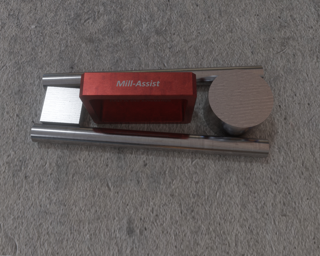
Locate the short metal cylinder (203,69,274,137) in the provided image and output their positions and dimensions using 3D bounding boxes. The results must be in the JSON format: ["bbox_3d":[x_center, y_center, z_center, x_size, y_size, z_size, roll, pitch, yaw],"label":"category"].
[{"bbox_3d":[0.100,-0.030,0.407,0.081,0.050,0.080,0,70,0],"label":"short metal cylinder"}]

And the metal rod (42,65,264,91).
[{"bbox_3d":[-0.008,-0.070,0.435,0.302,0.025,0.025,-2,70,-1],"label":"metal rod"}]

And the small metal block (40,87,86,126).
[{"bbox_3d":[-0.128,-0.027,0.419,0.050,0.025,0.050,4,70,1],"label":"small metal block"}]

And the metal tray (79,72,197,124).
[{"bbox_3d":[-0.024,-0.034,0.386,0.131,0.090,0.030,0,70,0],"label":"metal tray"}]

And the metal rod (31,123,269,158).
[{"bbox_3d":[-0.013,0.016,0.403,0.302,0.025,0.025,4,70,1],"label":"metal rod"}]
